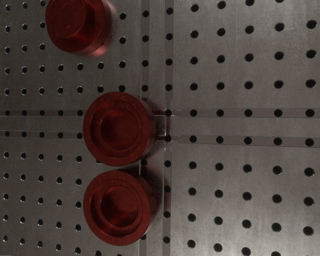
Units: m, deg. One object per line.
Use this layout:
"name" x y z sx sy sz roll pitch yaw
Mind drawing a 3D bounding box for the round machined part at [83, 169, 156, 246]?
"round machined part" -0.051 0.104 0.420 0.098 0.042 0.097 0 90 19

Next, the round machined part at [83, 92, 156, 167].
"round machined part" -0.051 0.001 0.421 0.098 0.042 0.097 0 90 19

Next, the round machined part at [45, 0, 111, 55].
"round machined part" -0.124 -0.158 0.446 0.098 0.042 0.097 0 90 19
